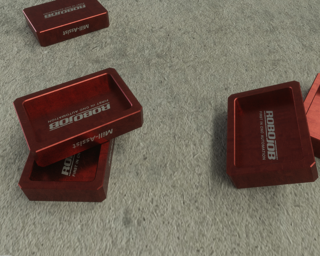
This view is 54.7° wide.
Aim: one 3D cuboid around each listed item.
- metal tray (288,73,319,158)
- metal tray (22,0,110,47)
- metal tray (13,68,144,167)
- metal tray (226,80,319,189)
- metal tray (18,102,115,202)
[{"bbox_3d":[0.234,-0.013,0.412,0.090,0.030,0.131,26,55,20],"label":"metal tray"},{"bbox_3d":[-0.171,-0.202,0.569,0.131,0.030,0.090,-25,55,-20],"label":"metal tray"},{"bbox_3d":[-0.097,-0.018,0.374,0.131,0.030,0.090,-23,54,-18],"label":"metal tray"},{"bbox_3d":[0.129,0.005,0.372,0.090,0.030,0.130,-11,45,25],"label":"metal tray"},{"bbox_3d":[-0.104,0.024,0.378,0.091,0.030,0.130,1,50,1],"label":"metal tray"}]
